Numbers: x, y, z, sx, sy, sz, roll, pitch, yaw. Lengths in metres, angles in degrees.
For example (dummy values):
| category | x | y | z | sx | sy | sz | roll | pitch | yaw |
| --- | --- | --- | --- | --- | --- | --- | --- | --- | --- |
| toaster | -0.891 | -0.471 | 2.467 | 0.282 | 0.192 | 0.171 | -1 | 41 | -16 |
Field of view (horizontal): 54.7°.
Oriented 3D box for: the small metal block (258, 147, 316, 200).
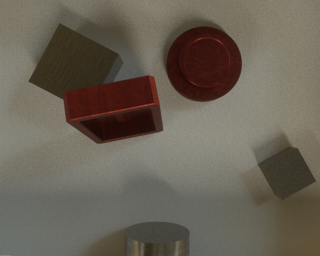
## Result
| category | x | y | z | sx | sy | sz | roll | pitch | yaw |
| --- | --- | --- | --- | --- | --- | --- | --- | --- | --- |
| small metal block | 0.169 | 0.060 | 0.414 | 0.050 | 0.025 | 0.050 | -29 | 90 | -1 |

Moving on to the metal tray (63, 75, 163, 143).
| category | x | y | z | sx | sy | sz | roll | pitch | yaw |
| --- | --- | --- | --- | --- | --- | --- | --- | --- | --- |
| metal tray | -0.045 | -0.015 | 0.357 | 0.091 | 0.130 | 0.030 | -11 | 77 | 0 |

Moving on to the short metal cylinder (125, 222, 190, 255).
| category | x | y | z | sx | sy | sz | roll | pitch | yaw |
| --- | --- | --- | --- | --- | --- | --- | --- | --- | --- |
| short metal cylinder | -0.004 | 0.153 | 0.384 | 0.081 | 0.080 | 0.050 | 1 | 90 | -1 |

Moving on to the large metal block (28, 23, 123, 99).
| category | x | y | z | sx | sy | sz | roll | pitch | yaw |
| --- | --- | --- | --- | --- | --- | --- | --- | --- | --- |
| large metal block | -0.104 | -0.073 | 0.398 | 0.080 | 0.050 | 0.080 | 28 | 90 | -1 |

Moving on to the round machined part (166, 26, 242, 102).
| category | x | y | z | sx | sy | sz | roll | pitch | yaw |
| --- | --- | --- | --- | --- | --- | --- | --- | --- | --- |
| round machined part | 0.058 | -0.084 | 0.404 | 0.099 | 0.042 | 0.097 | 0 | 90 | -1 |
